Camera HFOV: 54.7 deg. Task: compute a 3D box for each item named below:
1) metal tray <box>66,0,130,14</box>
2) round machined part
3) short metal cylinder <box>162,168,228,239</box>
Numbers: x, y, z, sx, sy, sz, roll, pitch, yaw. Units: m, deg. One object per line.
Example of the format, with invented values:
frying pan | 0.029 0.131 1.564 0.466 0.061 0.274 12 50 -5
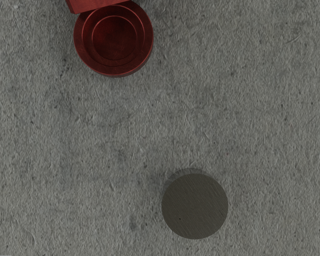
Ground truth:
metal tray | -0.052 -0.191 0.381 0.131 0.030 0.090 -15 51 0
round machined part | -0.057 -0.114 0.401 0.099 0.042 0.097 0 90 0
short metal cylinder | 0.042 0.094 0.398 0.081 0.050 0.080 0 90 0
